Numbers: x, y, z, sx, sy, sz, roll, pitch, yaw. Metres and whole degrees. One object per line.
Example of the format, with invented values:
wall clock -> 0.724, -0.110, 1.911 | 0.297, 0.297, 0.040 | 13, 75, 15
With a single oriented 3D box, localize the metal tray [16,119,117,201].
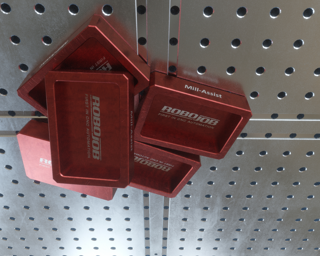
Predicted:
metal tray -> -0.121, 0.045, 0.423 | 0.131, 0.030, 0.089 | 14, 131, 6

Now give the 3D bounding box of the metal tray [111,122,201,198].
metal tray -> -0.018, 0.050, 0.449 | 0.131, 0.030, 0.089 | 20, 128, -16

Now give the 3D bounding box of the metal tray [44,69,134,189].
metal tray -> -0.077, 0.001, 0.352 | 0.090, 0.030, 0.129 | 3, 106, 6

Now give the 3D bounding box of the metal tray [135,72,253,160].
metal tray -> 0.038, -0.012, 0.397 | 0.131, 0.030, 0.089 | 14, 129, -12

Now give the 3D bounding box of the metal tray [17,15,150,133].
metal tray -> -0.087, -0.054, 0.360 | 0.130, 0.030, 0.090 | -32, 123, 24
